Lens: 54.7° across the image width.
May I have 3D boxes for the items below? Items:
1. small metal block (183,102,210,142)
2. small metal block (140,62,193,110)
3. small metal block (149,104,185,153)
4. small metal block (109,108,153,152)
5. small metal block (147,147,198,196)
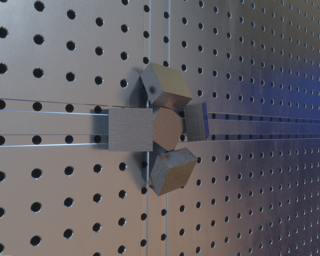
[{"bbox_3d":[0.053,-0.010,0.440,0.050,0.025,0.050,-29,112,-74],"label":"small metal block"},{"bbox_3d":[0.008,-0.054,0.401,0.050,0.025,0.050,8,49,-40],"label":"small metal block"},{"bbox_3d":[0.002,0.001,0.412,0.050,0.025,0.050,39,66,-34],"label":"small metal block"},{"bbox_3d":[-0.035,0.002,0.367,0.050,0.025,0.050,0,90,-6],"label":"small metal block"},{"bbox_3d":[0.016,0.057,0.409,0.050,0.025,0.050,-12,133,-40],"label":"small metal block"}]
